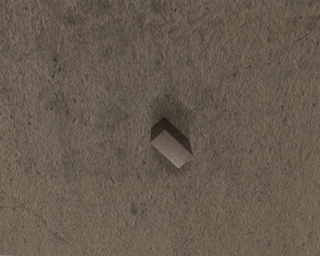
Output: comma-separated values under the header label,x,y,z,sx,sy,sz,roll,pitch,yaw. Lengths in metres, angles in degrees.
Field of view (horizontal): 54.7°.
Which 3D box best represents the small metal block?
label,x,y,z,sx,sy,sz,roll,pitch,yaw
small metal block,0.014,0.018,0.403,0.050,0.050,0.025,43,104,-15
